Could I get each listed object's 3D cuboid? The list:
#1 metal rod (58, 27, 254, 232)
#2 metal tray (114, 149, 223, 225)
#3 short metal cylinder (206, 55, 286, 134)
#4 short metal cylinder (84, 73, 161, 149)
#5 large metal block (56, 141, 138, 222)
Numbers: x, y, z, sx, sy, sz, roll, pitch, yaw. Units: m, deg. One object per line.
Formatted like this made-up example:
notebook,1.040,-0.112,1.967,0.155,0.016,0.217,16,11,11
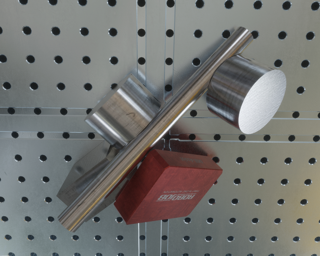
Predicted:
metal rod,0.001,-0.004,0.355,0.025,0.025,0.300,45,82,-15
metal tray,0.016,0.076,0.396,0.131,0.030,0.090,13,117,-50
short metal cylinder,0.102,-0.040,0.366,0.081,0.050,0.079,-24,132,-29
short metal cylinder,-0.045,-0.020,0.376,0.080,0.080,0.050,-41,105,13
large metal block,-0.077,0.061,0.405,0.080,0.080,0.050,-38,106,12
